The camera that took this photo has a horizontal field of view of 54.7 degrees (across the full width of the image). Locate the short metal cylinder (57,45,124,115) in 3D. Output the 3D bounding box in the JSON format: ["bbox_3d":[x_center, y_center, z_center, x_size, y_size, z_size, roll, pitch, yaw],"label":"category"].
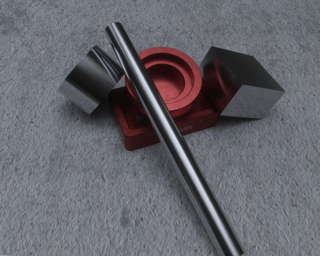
[{"bbox_3d":[-0.090,-0.064,0.413,0.050,0.080,0.080,40,53,-14],"label":"short metal cylinder"}]

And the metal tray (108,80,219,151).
[{"bbox_3d":[0.003,-0.027,0.424,0.131,0.030,0.090,-16,52,-14],"label":"metal tray"}]

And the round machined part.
[{"bbox_3d":[0.003,-0.055,0.409,0.099,0.042,0.098,2,65,-4],"label":"round machined part"}]

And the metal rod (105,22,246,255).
[{"bbox_3d":[0.006,0.000,0.348,0.025,0.025,0.299,-22,70,-17],"label":"metal rod"}]

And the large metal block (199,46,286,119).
[{"bbox_3d":[0.105,-0.060,0.418,0.081,0.050,0.080,3,45,-33],"label":"large metal block"}]
